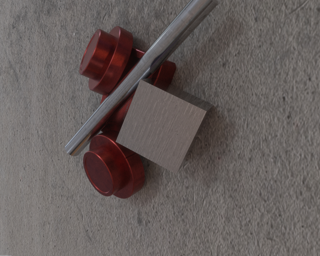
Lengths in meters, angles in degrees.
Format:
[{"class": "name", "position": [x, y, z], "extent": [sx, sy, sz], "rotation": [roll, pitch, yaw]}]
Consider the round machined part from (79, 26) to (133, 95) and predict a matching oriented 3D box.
[{"class": "round machined part", "position": [-0.080, -0.099, 0.435], "extent": [0.098, 0.042, 0.098], "rotation": [-41, 37, 42]}]

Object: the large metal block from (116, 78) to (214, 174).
[{"class": "large metal block", "position": [0.006, -0.006, 0.366], "extent": [0.080, 0.050, 0.079], "rotation": [27, 108, 11]}]

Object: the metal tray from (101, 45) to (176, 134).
[{"class": "metal tray", "position": [-0.038, -0.043, 0.435], "extent": [0.090, 0.030, 0.129], "rotation": [31, 109, 35]}]

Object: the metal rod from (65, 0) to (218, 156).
[{"class": "metal rod", "position": [-0.042, -0.053, 0.402], "extent": [0.299, 0.025, 0.025], "rotation": [-42, 65, 31]}]

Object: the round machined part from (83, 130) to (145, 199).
[{"class": "round machined part", "position": [-0.070, 0.055, 0.431], "extent": [0.098, 0.042, 0.097], "rotation": [24, 127, 37]}]
